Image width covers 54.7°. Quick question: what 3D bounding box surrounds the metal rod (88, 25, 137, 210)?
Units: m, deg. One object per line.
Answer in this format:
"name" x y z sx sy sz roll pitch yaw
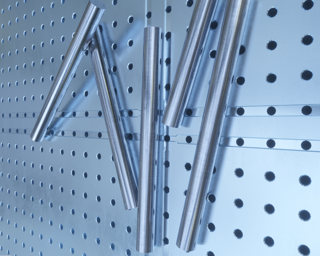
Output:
"metal rod" -0.074 -0.029 0.468 0.025 0.025 0.299 -24 75 37

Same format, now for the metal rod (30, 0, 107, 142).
"metal rod" -0.163 -0.078 0.519 0.298 0.025 0.025 -51 60 35

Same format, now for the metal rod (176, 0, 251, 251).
"metal rod" 0.060 0.000 0.358 0.025 0.025 0.298 18 101 38

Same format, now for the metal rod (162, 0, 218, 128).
"metal rod" 0.054 -0.144 0.363 0.025 0.025 0.298 25 106 37

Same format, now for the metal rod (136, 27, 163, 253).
"metal rod" -0.015 0.017 0.419 0.025 0.025 0.298 4 92 39
